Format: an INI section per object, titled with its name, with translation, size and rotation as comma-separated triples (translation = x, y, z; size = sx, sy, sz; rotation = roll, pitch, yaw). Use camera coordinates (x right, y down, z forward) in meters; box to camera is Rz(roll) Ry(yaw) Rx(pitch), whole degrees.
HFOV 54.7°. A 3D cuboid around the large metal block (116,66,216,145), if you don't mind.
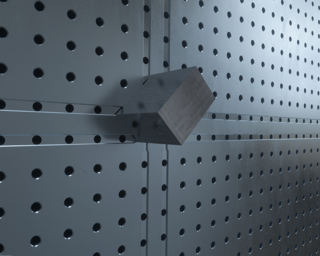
[large metal block]
translation = 0.007, -0.026, 0.381
size = 0.080, 0.080, 0.050
rotation = -52, 121, -28
